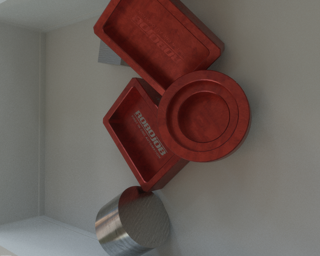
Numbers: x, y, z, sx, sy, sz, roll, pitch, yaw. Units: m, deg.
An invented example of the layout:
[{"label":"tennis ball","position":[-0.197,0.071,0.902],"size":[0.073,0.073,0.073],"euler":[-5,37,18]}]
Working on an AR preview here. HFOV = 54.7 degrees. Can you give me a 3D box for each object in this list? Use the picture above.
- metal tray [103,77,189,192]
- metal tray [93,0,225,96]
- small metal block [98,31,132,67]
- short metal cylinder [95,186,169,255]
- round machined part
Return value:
[{"label":"metal tray","position":[-0.017,0.007,0.415],"size":[0.090,0.030,0.130],"euler":[-49,61,28]},{"label":"metal tray","position":[-0.002,-0.104,0.361],"size":[0.130,0.030,0.090],"euler":[43,122,-5]},{"label":"small metal block","position":[-0.063,-0.118,0.456],"size":[0.050,0.025,0.050],"euler":[15,99,38]},{"label":"short metal cylinder","position":[-0.035,0.122,0.398],"size":[0.050,0.081,0.080],"euler":[-40,66,32]},{"label":"round machined part","position":[0.050,-0.011,0.340],"size":[0.098,0.042,0.097],"euler":[-3,82,20]}]
